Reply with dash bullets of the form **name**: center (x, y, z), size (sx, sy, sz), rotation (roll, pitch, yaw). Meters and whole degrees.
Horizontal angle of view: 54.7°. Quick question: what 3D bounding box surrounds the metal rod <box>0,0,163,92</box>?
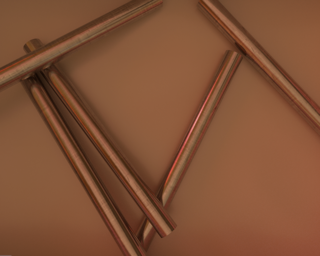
- **metal rod**: center (-0.129, -0.095, 0.384), size (0.301, 0.025, 0.025), rotation (-31, 90, -11)

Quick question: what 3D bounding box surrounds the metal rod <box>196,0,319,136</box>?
- **metal rod**: center (0.161, -0.063, 0.413), size (0.025, 0.025, 0.300), rotation (-44, 91, 0)

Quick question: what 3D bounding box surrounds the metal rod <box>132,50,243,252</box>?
- **metal rod**: center (0.032, 0.036, 0.411), size (0.025, 0.025, 0.299), rotation (26, 90, -1)

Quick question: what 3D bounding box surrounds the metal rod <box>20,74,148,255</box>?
- **metal rod**: center (-0.103, 0.044, 0.396), size (0.025, 0.025, 0.299), rotation (-32, 85, 0)

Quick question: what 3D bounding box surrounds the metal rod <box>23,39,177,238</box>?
- **metal rod**: center (-0.079, 0.009, 0.396), size (0.025, 0.025, 0.299), rotation (-37, 85, 0)
